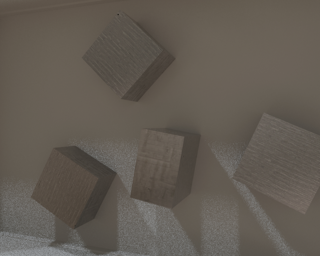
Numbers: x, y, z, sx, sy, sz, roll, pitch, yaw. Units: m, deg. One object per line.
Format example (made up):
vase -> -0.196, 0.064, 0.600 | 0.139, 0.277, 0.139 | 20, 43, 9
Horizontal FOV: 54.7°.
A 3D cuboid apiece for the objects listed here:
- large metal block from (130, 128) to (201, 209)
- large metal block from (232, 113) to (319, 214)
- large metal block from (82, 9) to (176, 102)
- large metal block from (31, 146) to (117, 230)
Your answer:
large metal block -> 0.010, 0.044, 0.378 | 0.050, 0.080, 0.079 | 11, 94, 20
large metal block -> 0.139, 0.036, 0.348 | 0.080, 0.050, 0.080 | 26, 99, 18
large metal block -> -0.041, -0.093, 0.412 | 0.080, 0.050, 0.080 | 46, 104, 14
large metal block -> -0.122, 0.081, 0.440 | 0.080, 0.050, 0.080 | 30, 100, 17
